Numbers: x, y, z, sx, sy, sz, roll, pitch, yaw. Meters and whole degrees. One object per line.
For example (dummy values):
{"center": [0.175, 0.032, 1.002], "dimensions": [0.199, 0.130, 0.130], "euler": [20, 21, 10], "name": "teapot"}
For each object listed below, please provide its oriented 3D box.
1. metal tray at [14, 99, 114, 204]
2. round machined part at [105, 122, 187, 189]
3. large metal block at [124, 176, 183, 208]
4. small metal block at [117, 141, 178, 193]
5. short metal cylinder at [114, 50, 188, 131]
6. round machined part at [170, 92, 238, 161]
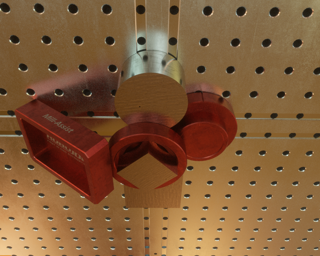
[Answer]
{"center": [-0.118, 0.028, 0.384], "dimensions": [0.130, 0.030, 0.089], "euler": [26, 136, 26], "name": "metal tray"}
{"center": [-0.017, 0.030, 0.388], "dimensions": [0.099, 0.042, 0.097], "euler": [0, 130, 0], "name": "round machined part"}
{"center": [-0.010, 0.072, 0.453], "dimensions": [0.081, 0.050, 0.079], "euler": [0, 130, -1], "name": "large metal block"}
{"center": [-0.015, 0.046, 0.369], "dimensions": [0.050, 0.025, 0.050], "euler": [-34, 123, 25], "name": "small metal block"}
{"center": [-0.010, -0.042, 0.359], "dimensions": [0.081, 0.050, 0.079], "euler": [0, 130, 0], "name": "short metal cylinder"}
{"center": [0.052, 0.005, 0.404], "dimensions": [0.099, 0.042, 0.097], "euler": [0, 130, 0], "name": "round machined part"}
